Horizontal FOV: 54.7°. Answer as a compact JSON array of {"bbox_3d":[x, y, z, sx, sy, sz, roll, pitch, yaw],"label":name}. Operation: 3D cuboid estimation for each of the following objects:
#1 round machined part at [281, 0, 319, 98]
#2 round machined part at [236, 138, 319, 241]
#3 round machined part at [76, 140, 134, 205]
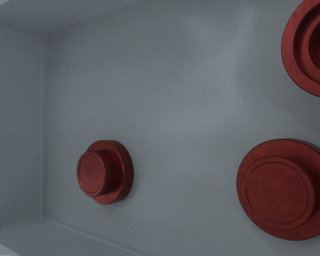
[{"bbox_3d":[0.160,-0.071,0.264,0.098,0.042,0.097,0,90,40],"label":"round machined part"},{"bbox_3d":[0.118,0.059,0.298,0.098,0.042,0.097,0,90,40],"label":"round machined part"},{"bbox_3d":[-0.089,0.067,0.470,0.098,0.042,0.097,0,90,40],"label":"round machined part"}]
